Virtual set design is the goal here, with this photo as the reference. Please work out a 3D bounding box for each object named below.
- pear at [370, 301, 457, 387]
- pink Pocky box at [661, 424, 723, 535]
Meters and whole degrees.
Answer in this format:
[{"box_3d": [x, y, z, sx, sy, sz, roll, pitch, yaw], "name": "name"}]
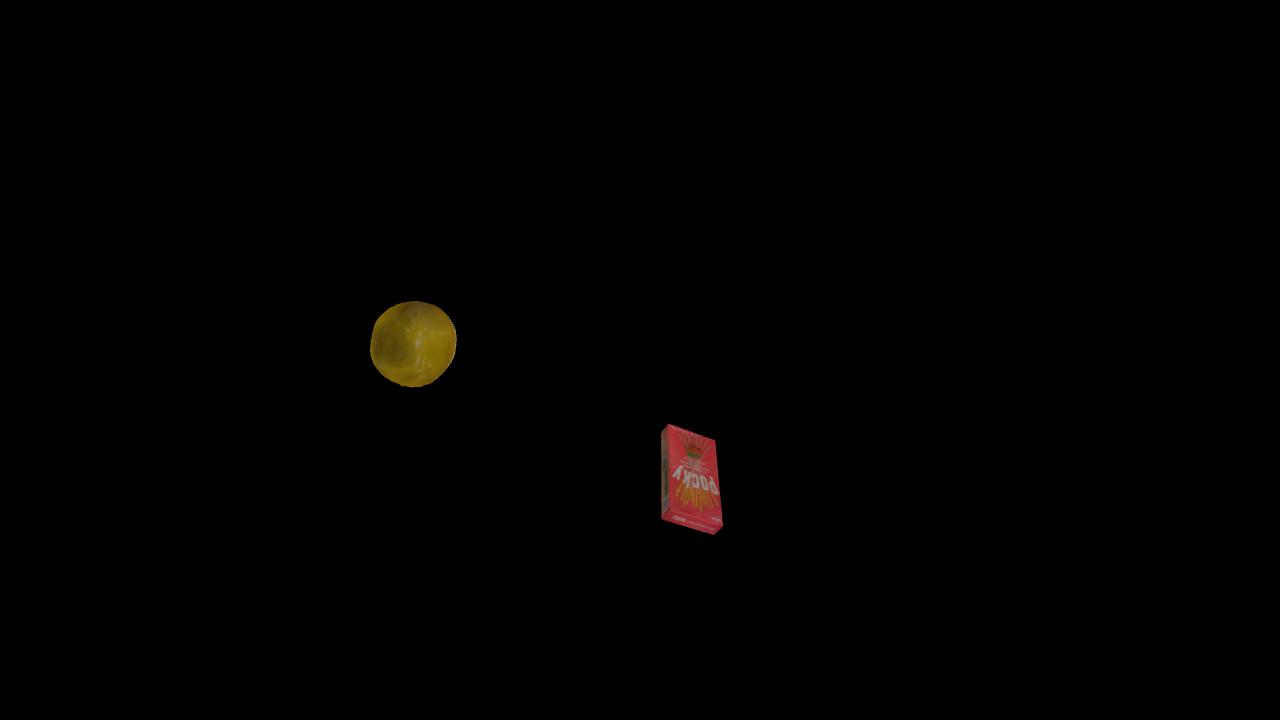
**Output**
[{"box_3d": [-0.202, -0.019, 0.592, 0.080, 0.080, 0.111, 0, 12, 15], "name": "pear"}, {"box_3d": [0.072, 0.167, 0.880, 0.084, 0.155, 0.029, 21, -50, -16], "name": "pink Pocky box"}]
